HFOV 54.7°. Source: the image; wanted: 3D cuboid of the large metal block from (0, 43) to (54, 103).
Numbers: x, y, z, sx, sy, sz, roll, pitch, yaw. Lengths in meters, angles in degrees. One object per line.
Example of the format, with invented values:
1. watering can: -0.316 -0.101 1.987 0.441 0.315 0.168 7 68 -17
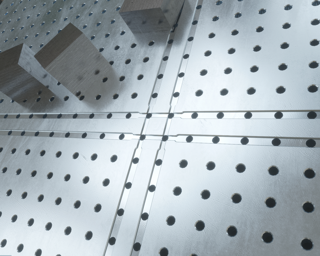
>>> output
1. large metal block: -0.253 -0.097 0.562 0.080 0.080 0.050 -15 56 19

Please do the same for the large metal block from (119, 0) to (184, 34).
1. large metal block: -0.011 -0.210 0.526 0.080 0.050 0.080 6 64 30

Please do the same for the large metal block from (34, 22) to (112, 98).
1. large metal block: -0.143 -0.111 0.514 0.080 0.080 0.050 -45 51 -3
